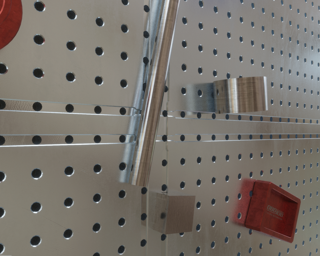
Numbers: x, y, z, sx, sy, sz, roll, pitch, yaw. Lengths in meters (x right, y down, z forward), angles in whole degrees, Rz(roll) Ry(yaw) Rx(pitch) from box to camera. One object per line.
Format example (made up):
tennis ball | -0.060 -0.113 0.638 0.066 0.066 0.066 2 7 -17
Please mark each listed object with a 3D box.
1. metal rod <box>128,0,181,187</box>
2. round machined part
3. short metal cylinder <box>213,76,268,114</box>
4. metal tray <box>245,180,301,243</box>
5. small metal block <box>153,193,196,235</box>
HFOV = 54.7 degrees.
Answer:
metal rod | -0.002 -0.074 0.408 0.025 0.025 0.299 17 79 -39
round machined part | -0.167 -0.109 0.259 0.099 0.042 0.097 0 90 -40
short metal cylinder | 0.124 -0.050 0.480 0.081 0.080 0.050 -8 95 -40
metal tray | 0.220 0.162 0.594 0.131 0.030 0.090 29 72 -36
small metal block | 0.020 0.117 0.429 0.050 0.025 0.050 11 83 -40
